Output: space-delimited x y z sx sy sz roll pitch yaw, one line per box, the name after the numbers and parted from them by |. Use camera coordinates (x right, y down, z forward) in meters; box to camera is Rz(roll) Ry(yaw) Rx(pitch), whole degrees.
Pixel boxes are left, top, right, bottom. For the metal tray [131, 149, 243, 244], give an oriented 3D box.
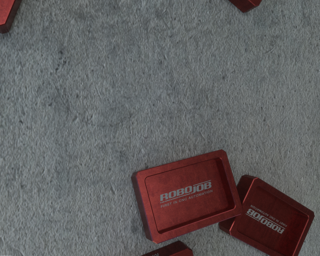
0.037 0.087 0.409 0.131 0.030 0.090 -12 82 -20 | metal tray

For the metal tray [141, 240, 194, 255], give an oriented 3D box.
-0.013 0.214 0.401 0.131 0.030 0.089 -14 95 -20 | metal tray

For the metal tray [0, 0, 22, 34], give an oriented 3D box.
-0.215 -0.170 0.327 0.131 0.030 0.090 20 83 -19 | metal tray

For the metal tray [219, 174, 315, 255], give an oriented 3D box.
0.163 0.139 0.466 0.131 0.030 0.090 31 80 -18 | metal tray

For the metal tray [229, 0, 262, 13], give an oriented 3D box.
0.130 -0.249 0.453 0.090 0.030 0.130 33 79 -17 | metal tray
